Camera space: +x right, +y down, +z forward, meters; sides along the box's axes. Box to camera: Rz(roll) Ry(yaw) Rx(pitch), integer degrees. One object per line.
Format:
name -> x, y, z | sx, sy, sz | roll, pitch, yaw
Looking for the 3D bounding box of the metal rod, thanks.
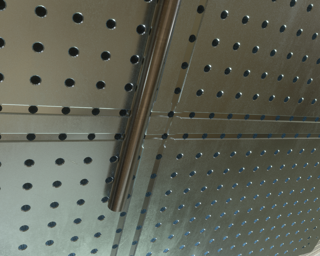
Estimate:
metal rod -> -0.025, -0.019, 0.385 | 0.025, 0.025, 0.298 | 2, 118, -29
